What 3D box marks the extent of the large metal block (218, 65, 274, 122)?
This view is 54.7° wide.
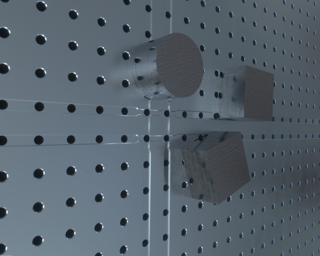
[{"bbox_3d":[0.143,-0.053,0.512,0.081,0.050,0.080,5,87,-40],"label":"large metal block"}]

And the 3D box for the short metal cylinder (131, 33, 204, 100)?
[{"bbox_3d":[0.010,-0.077,0.401,0.081,0.050,0.080,0,90,-40],"label":"short metal cylinder"}]

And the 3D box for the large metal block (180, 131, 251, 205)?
[{"bbox_3d":[0.085,0.056,0.464,0.081,0.050,0.080,-24,105,-38],"label":"large metal block"}]
